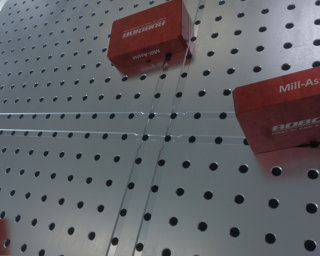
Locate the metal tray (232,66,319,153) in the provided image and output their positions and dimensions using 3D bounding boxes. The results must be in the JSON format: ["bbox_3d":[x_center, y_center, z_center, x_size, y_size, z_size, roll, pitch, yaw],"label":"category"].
[{"bbox_3d":[0.146,-0.018,0.301,0.130,0.090,0.030,-13,57,21],"label":"metal tray"}]

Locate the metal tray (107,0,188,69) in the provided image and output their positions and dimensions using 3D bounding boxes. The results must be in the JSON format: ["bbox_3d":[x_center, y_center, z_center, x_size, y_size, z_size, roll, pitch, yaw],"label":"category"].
[{"bbox_3d":[-0.020,-0.154,0.512,0.130,0.030,0.090,-11,57,22],"label":"metal tray"}]
